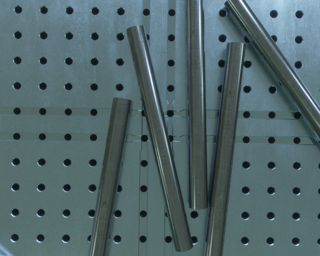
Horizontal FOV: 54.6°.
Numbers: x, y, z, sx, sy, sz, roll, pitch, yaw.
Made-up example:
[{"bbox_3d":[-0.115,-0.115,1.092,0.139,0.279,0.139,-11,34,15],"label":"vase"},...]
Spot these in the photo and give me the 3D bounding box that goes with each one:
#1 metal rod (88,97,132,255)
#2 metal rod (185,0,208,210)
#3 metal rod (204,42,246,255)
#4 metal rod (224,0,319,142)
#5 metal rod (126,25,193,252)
[{"bbox_3d":[-0.073,0.109,0.412,0.025,0.025,0.298,9,90,0],"label":"metal rod"},{"bbox_3d":[0.049,-0.044,0.413,0.025,0.025,0.298,-1,90,0],"label":"metal rod"},{"bbox_3d":[0.085,0.037,0.413,0.025,0.025,0.298,6,90,0],"label":"metal rod"},{"bbox_3d":[0.182,-0.050,0.414,0.025,0.025,0.299,-35,90,0],"label":"metal rod"},{"bbox_3d":[0.000,0.014,0.413,0.025,0.025,0.299,-13,90,0],"label":"metal rod"}]
